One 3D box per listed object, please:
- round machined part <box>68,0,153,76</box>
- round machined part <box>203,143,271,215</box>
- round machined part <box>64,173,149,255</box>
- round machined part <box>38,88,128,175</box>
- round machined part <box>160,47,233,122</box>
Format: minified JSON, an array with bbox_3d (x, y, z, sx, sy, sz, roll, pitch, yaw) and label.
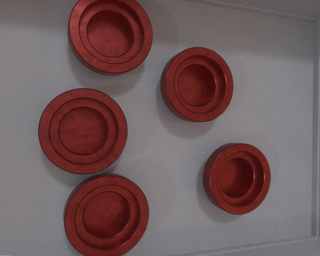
[{"bbox_3d":[-0.062,-0.112,0.379,0.099,0.042,0.097,0,90,-21],"label":"round machined part"},{"bbox_3d":[0.104,0.069,0.442,0.099,0.042,0.097,0,90,-21],"label":"round machined part"},{"bbox_3d":[-0.066,0.104,0.378,0.099,0.042,0.097,0,90,-21],"label":"round machined part"},{"bbox_3d":[-0.092,0.004,0.368,0.099,0.042,0.097,0,90,-21],"label":"round machined part"},{"bbox_3d":[0.046,-0.057,0.420,0.099,0.042,0.097,0,90,-21],"label":"round machined part"}]
